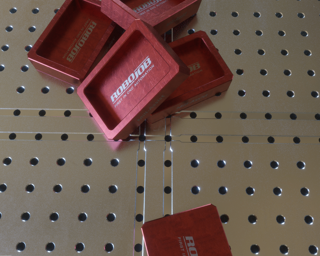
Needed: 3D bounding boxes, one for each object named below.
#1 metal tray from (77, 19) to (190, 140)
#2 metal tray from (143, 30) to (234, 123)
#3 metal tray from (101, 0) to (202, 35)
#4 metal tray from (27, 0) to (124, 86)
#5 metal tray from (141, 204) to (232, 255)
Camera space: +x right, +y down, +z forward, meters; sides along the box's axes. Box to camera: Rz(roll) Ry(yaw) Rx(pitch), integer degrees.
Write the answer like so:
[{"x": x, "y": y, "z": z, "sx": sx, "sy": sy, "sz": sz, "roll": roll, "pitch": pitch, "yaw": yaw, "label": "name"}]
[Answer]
[{"x": -0.038, "y": -0.058, "z": 0.392, "sx": 0.130, "sy": 0.030, "sz": 0.090, "roll": -44, "pitch": 71, "yaw": 21, "label": "metal tray"}, {"x": 0.024, "y": -0.074, "z": 0.436, "sx": 0.131, "sy": 0.030, "sz": 0.090, "roll": -24, "pitch": 72, "yaw": -9, "label": "metal tray"}, {"x": -0.010, "y": -0.185, "z": 0.455, "sx": 0.090, "sy": 0.030, "sz": 0.131, "roll": 40, "pitch": 56, "yaw": 12, "label": "metal tray"}, {"x": -0.118, "y": -0.131, "z": 0.455, "sx": 0.090, "sy": 0.030, "sz": 0.130, "roll": 23, "pitch": 71, "yaw": 8, "label": "metal tray"}, {"x": 0.038, "y": 0.162, "z": 0.350, "sx": 0.091, "sy": 0.030, "sz": 0.130, "roll": -14, "pitch": 71, "yaw": -6, "label": "metal tray"}]
